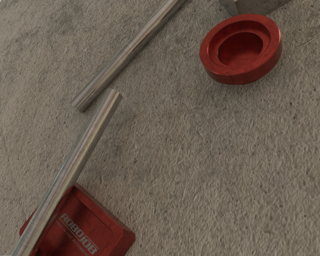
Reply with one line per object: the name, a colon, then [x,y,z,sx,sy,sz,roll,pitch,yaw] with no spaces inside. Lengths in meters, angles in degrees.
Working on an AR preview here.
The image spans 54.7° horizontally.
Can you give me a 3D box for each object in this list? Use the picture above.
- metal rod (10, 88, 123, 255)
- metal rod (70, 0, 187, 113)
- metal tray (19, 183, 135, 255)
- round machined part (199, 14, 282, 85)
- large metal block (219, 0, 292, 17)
metal rod: [-0.125,0.080,0.379,0.025,0.025,0.300,14,68,33]
metal rod: [-0.035,-0.143,0.508,0.300,0.025,0.025,-49,52,-7]
metal tray: [-0.103,0.128,0.374,0.130,0.030,0.090,28,77,37]
round machined part: [0.104,-0.094,0.396,0.098,0.042,0.098,-13,56,20]
large metal block: [0.131,-0.202,0.443,0.080,0.050,0.080,-30,52,9]
